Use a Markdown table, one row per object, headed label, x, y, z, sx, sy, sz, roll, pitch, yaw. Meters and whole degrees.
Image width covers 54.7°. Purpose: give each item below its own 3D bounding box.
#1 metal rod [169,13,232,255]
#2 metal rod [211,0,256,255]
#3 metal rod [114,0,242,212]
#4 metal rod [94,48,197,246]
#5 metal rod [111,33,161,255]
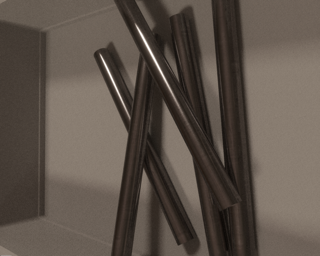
| label | x | y | z | sx | sy | sz | roll | pitch | yaw |
| --- | --- | --- | --- | --- | --- | --- | --- | --- | --- |
| metal rod | 0.047 | 0.009 | 0.366 | 0.025 | 0.025 | 0.298 | -15 | 81 | 39 |
| metal rod | 0.079 | -0.014 | 0.340 | 0.025 | 0.025 | 0.298 | -7 | 86 | 39 |
| metal rod | 0.011 | -0.048 | 0.362 | 0.025 | 0.025 | 0.299 | -39 | 66 | 33 |
| metal rod | -0.029 | 0.012 | 0.428 | 0.025 | 0.025 | 0.299 | -39 | 66 | 33 |
| metal rod | -0.030 | 0.024 | 0.397 | 0.025 | 0.025 | 0.298 | 2 | 81 | 39 |
